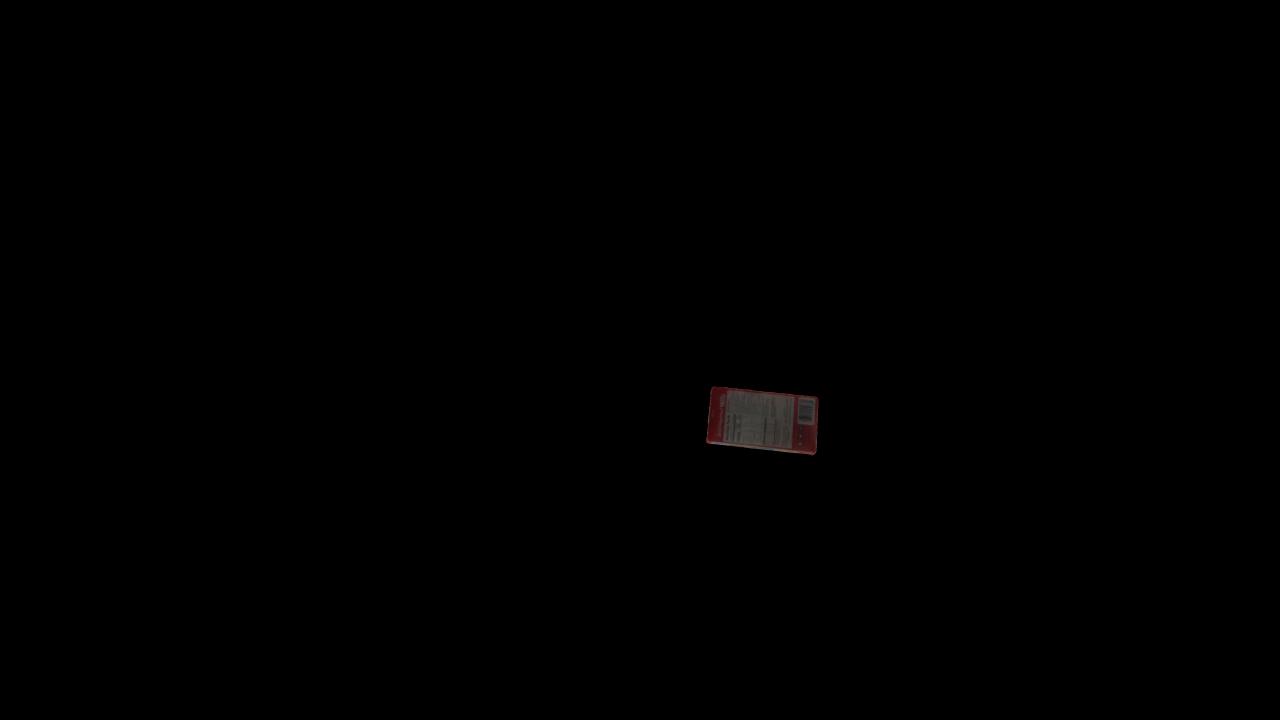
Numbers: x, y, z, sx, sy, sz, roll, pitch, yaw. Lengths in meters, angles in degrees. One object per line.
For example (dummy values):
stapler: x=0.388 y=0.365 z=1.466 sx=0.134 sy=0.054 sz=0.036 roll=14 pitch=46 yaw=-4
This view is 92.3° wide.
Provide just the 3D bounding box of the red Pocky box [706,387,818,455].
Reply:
red Pocky box: x=0.176 y=0.087 z=0.887 sx=0.155 sy=0.083 sz=0.028 roll=6 pitch=-14 yaw=5
